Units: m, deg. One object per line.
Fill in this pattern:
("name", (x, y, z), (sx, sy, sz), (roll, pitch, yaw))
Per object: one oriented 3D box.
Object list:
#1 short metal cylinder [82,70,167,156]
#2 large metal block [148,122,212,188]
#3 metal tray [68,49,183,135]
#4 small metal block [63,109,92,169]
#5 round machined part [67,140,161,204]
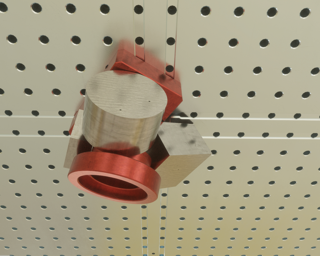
("short metal cylinder", (-0.038, -0.017, 0.321), (0.081, 0.080, 0.050), (10, 129, -9))
("large metal block", (0.006, 0.038, 0.404), (0.081, 0.050, 0.080), (3, 139, -45))
("metal tray", (-0.045, -0.023, 0.389), (0.090, 0.030, 0.129), (28, 125, -22))
("small metal block", (-0.092, 0.015, 0.365), (0.025, 0.050, 0.050), (15, 128, -13))
("round machined part", (-0.047, 0.048, 0.342), (0.099, 0.042, 0.098), (9, 151, 6))
